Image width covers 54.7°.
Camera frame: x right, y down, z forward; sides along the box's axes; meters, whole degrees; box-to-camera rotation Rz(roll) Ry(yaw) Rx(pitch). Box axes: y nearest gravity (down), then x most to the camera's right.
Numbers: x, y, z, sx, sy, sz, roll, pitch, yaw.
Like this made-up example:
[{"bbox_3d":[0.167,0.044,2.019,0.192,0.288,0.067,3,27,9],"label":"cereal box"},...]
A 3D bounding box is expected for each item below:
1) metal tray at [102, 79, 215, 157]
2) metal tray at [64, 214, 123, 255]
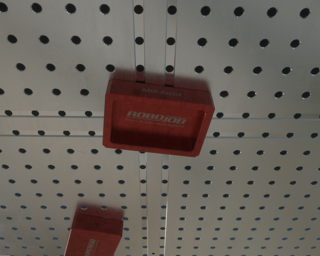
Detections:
[{"bbox_3d":[-0.005,-0.009,0.400,0.131,0.030,0.089,7,130,-7],"label":"metal tray"},{"bbox_3d":[-0.130,0.219,0.593,0.091,0.030,0.129,14,129,-12],"label":"metal tray"}]
